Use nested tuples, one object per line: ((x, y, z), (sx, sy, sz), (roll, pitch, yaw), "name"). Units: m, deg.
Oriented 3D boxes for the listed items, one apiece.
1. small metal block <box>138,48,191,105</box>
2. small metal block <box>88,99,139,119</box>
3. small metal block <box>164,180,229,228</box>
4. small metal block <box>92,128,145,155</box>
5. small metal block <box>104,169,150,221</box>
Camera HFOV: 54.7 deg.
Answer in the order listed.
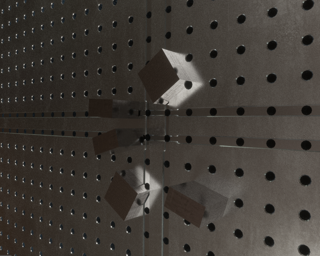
((0.005, -0.066, 0.404), (0.050, 0.025, 0.050), (-40, 66, 32), "small metal block")
((-0.066, -0.028, 0.446), (0.050, 0.050, 0.025), (6, 94, 39), "small metal block")
((0.042, 0.086, 0.357), (0.050, 0.050, 0.025), (23, 105, 37), "small metal block")
((-0.059, 0.019, 0.439), (0.050, 0.050, 0.025), (-20, 77, 38), "small metal block")
((-0.048, 0.096, 0.447), (0.050, 0.025, 0.050), (39, 113, 33), "small metal block")
